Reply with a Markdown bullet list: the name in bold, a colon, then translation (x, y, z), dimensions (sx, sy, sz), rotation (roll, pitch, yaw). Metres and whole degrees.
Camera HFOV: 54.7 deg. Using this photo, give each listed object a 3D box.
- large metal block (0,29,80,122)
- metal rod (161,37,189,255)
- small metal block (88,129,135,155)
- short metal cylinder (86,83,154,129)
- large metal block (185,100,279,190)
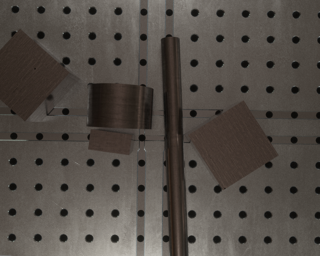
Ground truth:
- **large metal block**: translation (-0.166, -0.064, 0.399), dimensions (0.080, 0.050, 0.080), rotation (42, 90, -1)
- **metal rod**: translation (0.020, 0.031, 0.413), dimensions (0.025, 0.025, 0.298), rotation (-2, 90, -1)
- **small metal block**: translation (-0.061, 0.017, 0.400), dimensions (0.050, 0.050, 0.025), rotation (8, 90, -1)
- **short metal cylinder**: translation (-0.049, -0.025, 0.385), dimensions (0.081, 0.080, 0.050), rotation (3, 90, -1)
- **large metal block**: translation (0.089, 0.021, 0.402), dimensions (0.080, 0.050, 0.080), rotation (-32, 90, 0)
